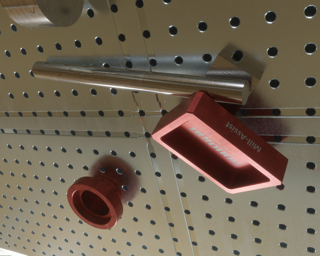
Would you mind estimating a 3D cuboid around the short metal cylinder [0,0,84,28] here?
[{"bbox_3d":[-0.131,-0.154,0.347,0.050,0.080,0.079,7,121,24],"label":"short metal cylinder"}]

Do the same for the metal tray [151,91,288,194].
[{"bbox_3d":[0.065,0.023,0.352,0.130,0.030,0.090,36,149,-12],"label":"metal tray"}]

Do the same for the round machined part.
[{"bbox_3d":[-0.105,0.122,0.529,0.098,0.042,0.097,13,124,20],"label":"round machined part"}]

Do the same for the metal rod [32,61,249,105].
[{"bbox_3d":[-0.045,-0.059,0.377,0.300,0.025,0.025,11,123,29],"label":"metal rod"}]

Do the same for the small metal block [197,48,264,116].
[{"bbox_3d":[0.076,-0.050,0.340,0.050,0.025,0.050,33,128,6],"label":"small metal block"}]
